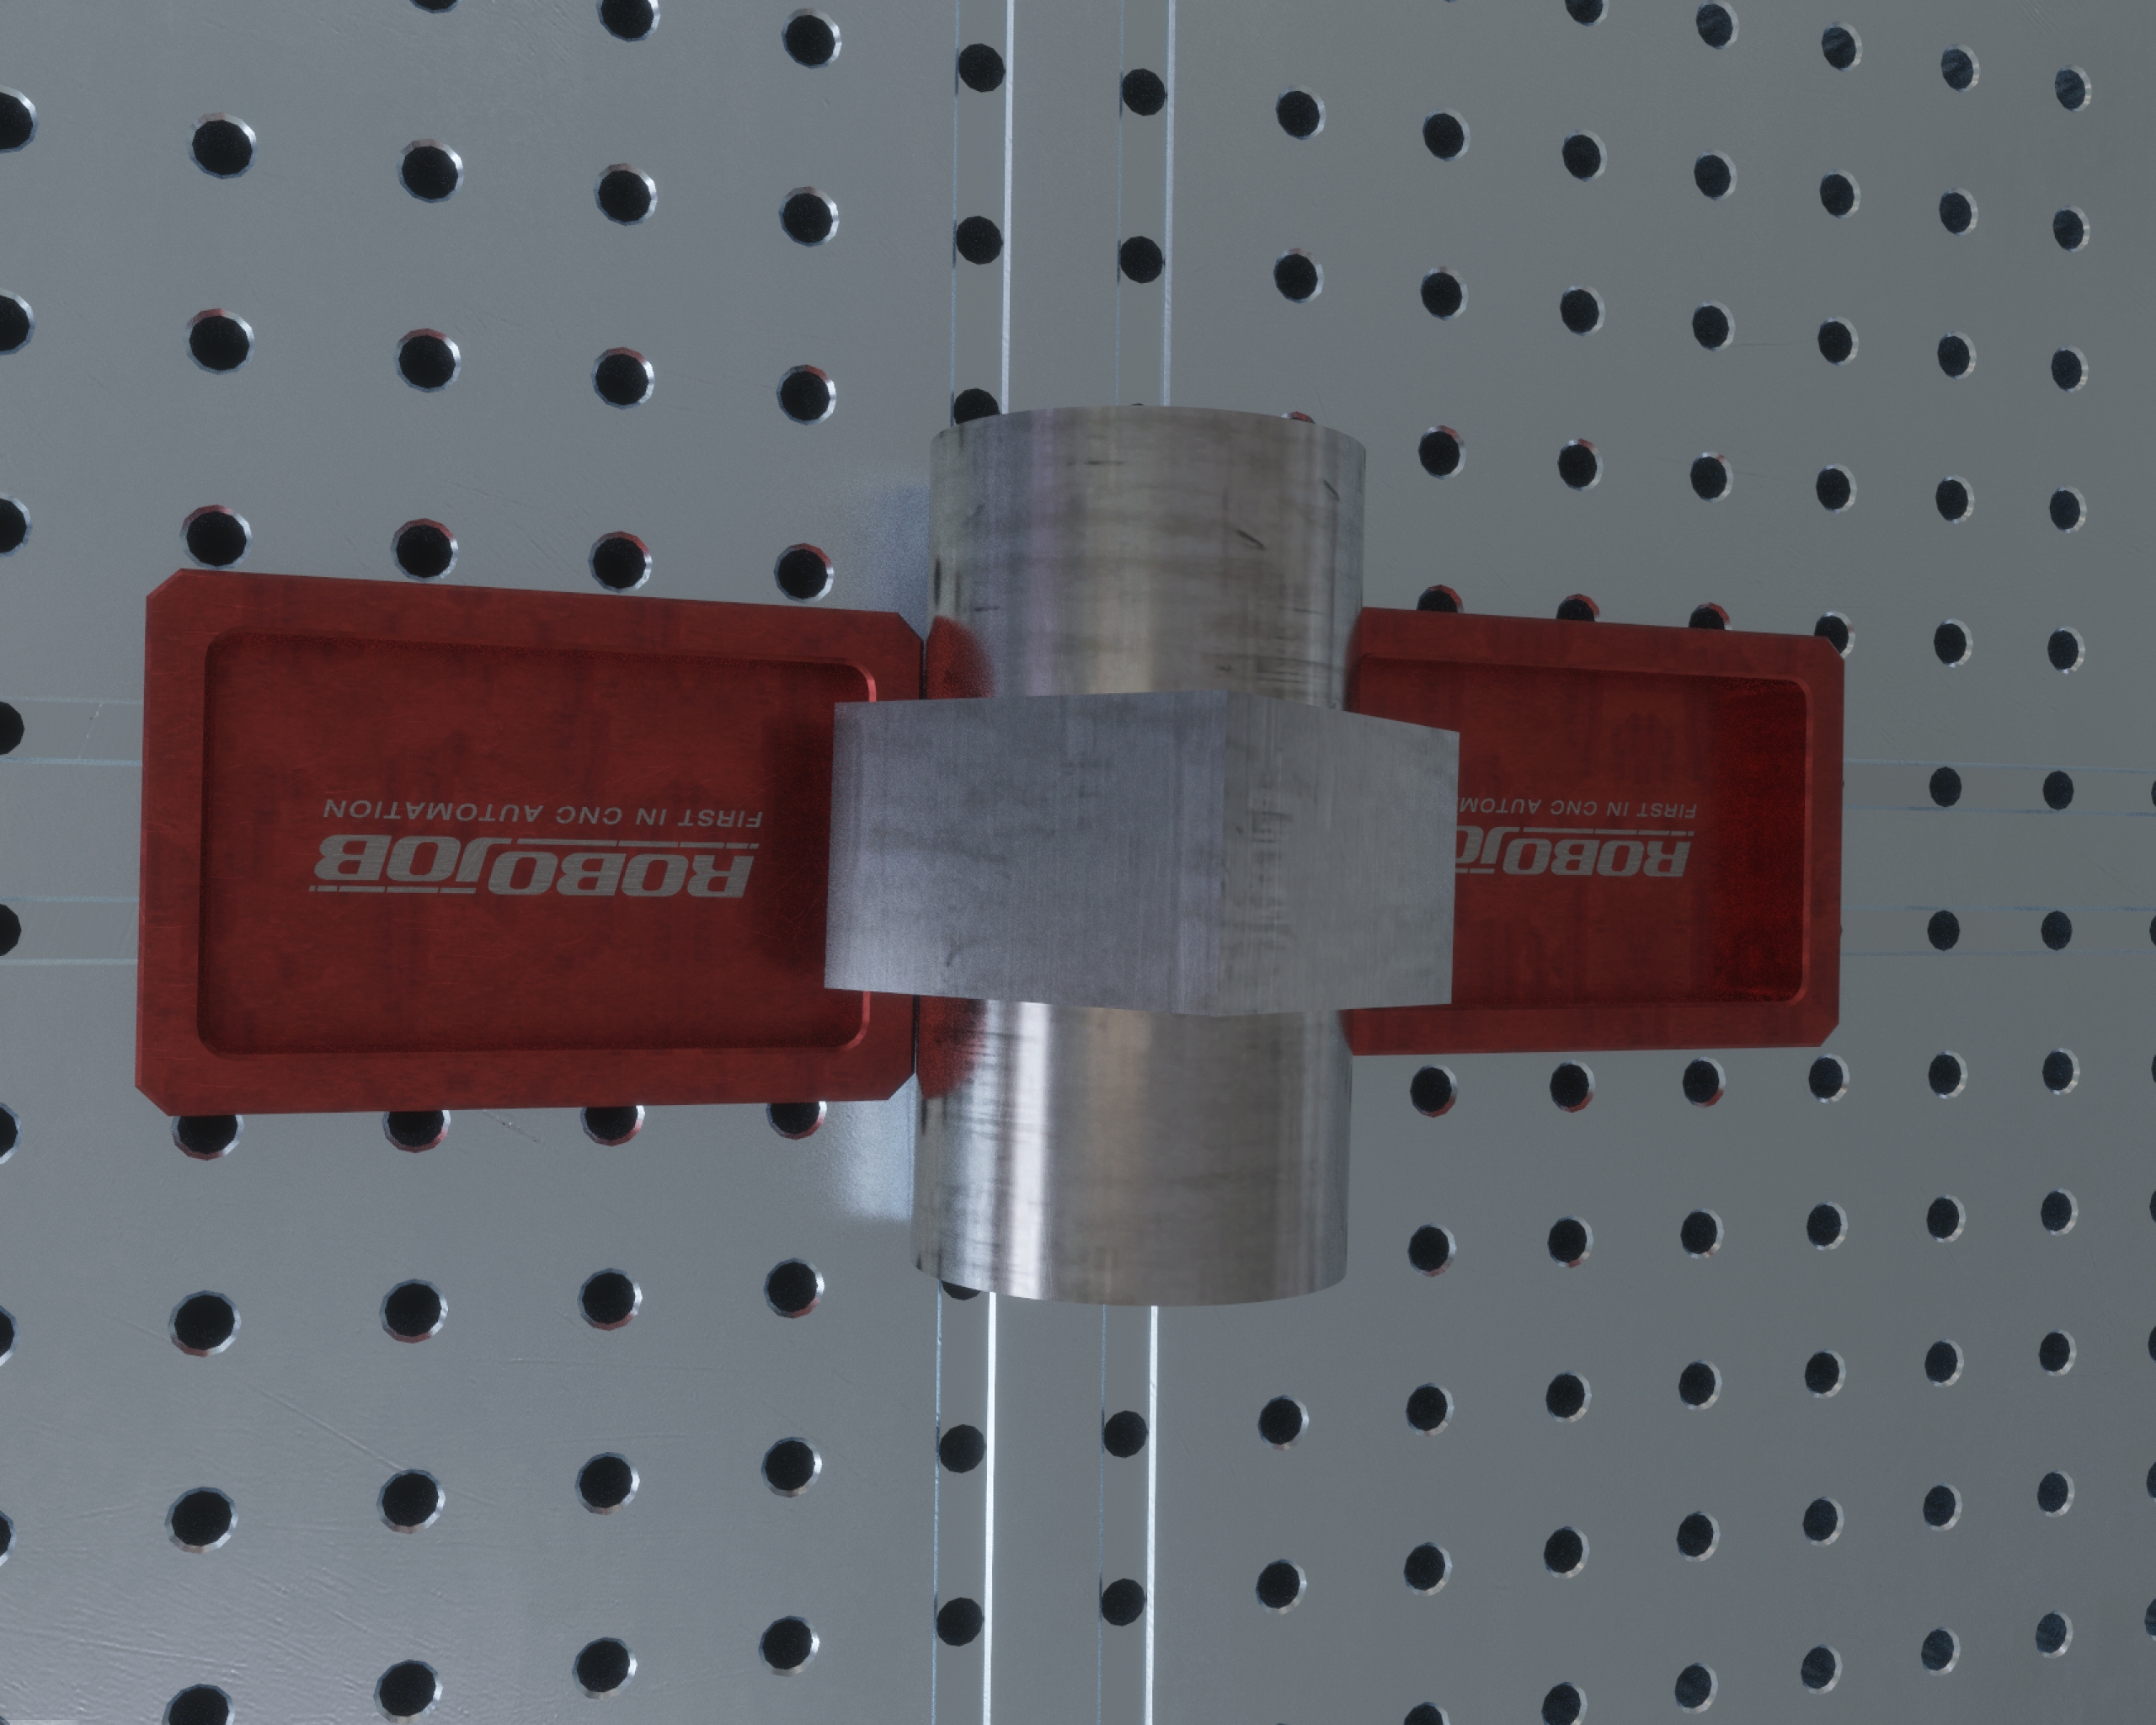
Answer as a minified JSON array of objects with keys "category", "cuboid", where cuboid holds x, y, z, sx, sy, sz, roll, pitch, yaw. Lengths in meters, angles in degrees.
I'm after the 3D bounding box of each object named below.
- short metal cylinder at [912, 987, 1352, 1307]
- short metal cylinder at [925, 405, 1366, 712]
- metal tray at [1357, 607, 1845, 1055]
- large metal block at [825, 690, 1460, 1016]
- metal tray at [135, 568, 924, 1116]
[{"category":"short metal cylinder","cuboid":[0.010,0.049,0.387,0.081,0.080,0.050,2,90,-20]},{"category":"short metal cylinder","cuboid":[0.012,-0.051,0.387,0.081,0.080,0.050,1,90,-20]},{"category":"metal tray","cuboid":[0.101,-0.006,0.447,0.131,0.030,0.089,1,90,-20]},{"category":"large metal block","cuboid":[0.013,-0.001,0.373,0.080,0.080,0.050,3,88,-54]},{"category":"metal tray","cuboid":[-0.095,-0.002,0.374,0.131,0.030,0.089,1,90,-20]}]
